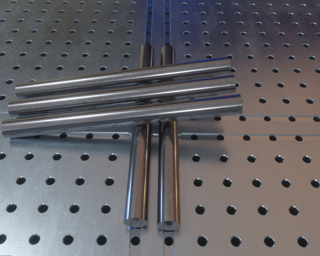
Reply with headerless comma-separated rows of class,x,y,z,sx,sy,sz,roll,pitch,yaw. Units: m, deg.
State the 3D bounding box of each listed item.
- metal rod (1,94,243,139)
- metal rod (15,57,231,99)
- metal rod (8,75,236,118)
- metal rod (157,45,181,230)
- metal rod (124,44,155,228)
metal rod,-0.051,-0.014,0.391,0.302,0.025,0.025,-6,50,5
metal rod,-0.054,-0.069,0.438,0.302,0.025,0.025,-6,50,4
metal rod,-0.053,-0.041,0.415,0.302,0.025,0.025,-6,50,5
metal rod,0.011,-0.013,0.419,0.025,0.025,0.300,1,50,0
metal rod,-0.023,-0.015,0.420,0.025,0.025,0.300,1,50,0
